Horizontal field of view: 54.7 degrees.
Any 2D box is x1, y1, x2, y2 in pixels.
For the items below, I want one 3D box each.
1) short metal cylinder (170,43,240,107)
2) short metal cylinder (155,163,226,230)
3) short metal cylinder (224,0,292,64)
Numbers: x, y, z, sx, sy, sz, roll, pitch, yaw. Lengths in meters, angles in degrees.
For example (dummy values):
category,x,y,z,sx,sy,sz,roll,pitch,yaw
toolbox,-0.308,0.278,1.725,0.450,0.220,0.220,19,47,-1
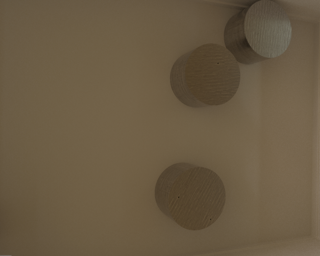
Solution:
category,x,y,z,sx,sy,sz,roll,pitch,yaw
short metal cylinder,0.060,-0.069,0.421,0.081,0.050,0.079,0,90,-21
short metal cylinder,0.039,0.089,0.413,0.081,0.050,0.079,0,90,-21
short metal cylinder,0.141,-0.137,0.451,0.081,0.050,0.079,0,90,-21
